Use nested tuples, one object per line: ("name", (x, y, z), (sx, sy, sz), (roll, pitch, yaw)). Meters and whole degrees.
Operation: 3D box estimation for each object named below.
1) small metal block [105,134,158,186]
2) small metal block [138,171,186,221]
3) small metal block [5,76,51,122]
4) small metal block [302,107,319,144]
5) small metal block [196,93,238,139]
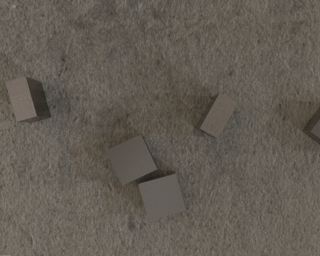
("small metal block", (-0.037, 0.041, 0.410), (0.050, 0.025, 0.050), (-25, 90, -1))
("small metal block", (0.003, 0.089, 0.410), (0.050, 0.025, 0.050), (-15, 90, -1))
("small metal block", (-0.166, -0.035, 0.395), (0.025, 0.050, 0.050), (-16, 90, 0))
("small metal block", (0.230, -0.001, 0.413), (0.050, 0.025, 0.050), (36, 90, -1))
("small metal block", (0.071, -0.015, 0.398), (0.025, 0.050, 0.050), (29, 90, 0))
